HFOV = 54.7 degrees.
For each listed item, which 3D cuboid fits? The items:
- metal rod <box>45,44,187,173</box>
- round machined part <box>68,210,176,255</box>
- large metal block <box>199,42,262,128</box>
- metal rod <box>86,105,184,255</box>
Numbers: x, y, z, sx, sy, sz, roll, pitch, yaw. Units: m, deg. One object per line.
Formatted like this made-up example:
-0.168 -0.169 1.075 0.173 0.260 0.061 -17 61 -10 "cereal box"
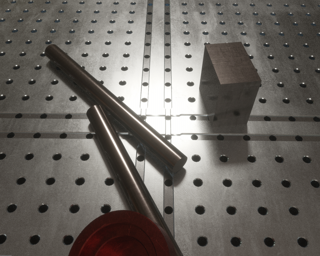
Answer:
-0.077 -0.042 0.441 0.025 0.025 0.300 -35 59 -26 "metal rod"
-0.031 0.127 0.275 0.098 0.042 0.098 -10 59 17 "round machined part"
0.091 -0.059 0.423 0.050 0.080 0.080 -6 50 -5 "large metal block"
-0.021 0.081 0.339 0.025 0.025 0.300 -21 53 -17 "metal rod"
